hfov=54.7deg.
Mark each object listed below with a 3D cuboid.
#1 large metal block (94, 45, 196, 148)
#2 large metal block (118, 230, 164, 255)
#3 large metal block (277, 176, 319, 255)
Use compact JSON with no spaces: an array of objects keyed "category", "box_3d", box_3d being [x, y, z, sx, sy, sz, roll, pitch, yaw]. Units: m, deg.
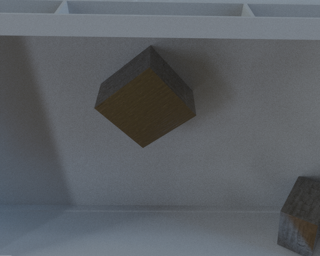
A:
[{"category":"large metal block","box_3d":[-0.016,-0.034,0.363,0.080,0.050,0.080,-32,123,24]},{"category":"large metal block","box_3d":[-0.040,0.249,0.606,0.081,0.050,0.079,10,130,-8]},{"category":"large metal block","box_3d":[0.223,0.136,0.477,0.050,0.080,0.080,17,133,34]}]
